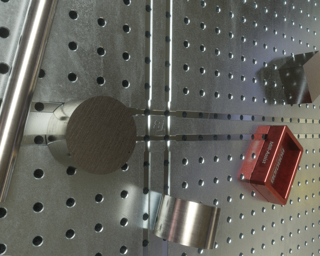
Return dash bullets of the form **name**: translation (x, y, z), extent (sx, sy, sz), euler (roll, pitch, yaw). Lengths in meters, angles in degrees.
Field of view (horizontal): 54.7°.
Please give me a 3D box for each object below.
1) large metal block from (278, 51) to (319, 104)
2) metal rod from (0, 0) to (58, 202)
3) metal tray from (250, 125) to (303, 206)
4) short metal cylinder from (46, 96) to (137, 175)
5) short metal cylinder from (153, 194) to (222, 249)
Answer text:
- **large metal block**: translation (0.297, -0.104, 0.641), extent (0.080, 0.050, 0.080), euler (-37, 113, -34)
- **metal rod**: translation (-0.125, -0.081, 0.303), extent (0.025, 0.025, 0.299), euler (18, 79, -39)
- **metal tray**: translation (0.228, 0.070, 0.596), extent (0.090, 0.030, 0.130), euler (43, 64, -32)
- **short metal cylinder**: translation (-0.072, 0.007, 0.332), extent (0.081, 0.050, 0.080), euler (0, 90, -40)
- **short metal cylinder**: translation (0.035, 0.120, 0.403), extent (0.080, 0.080, 0.050), euler (22, 76, -38)
